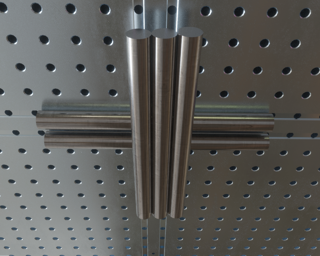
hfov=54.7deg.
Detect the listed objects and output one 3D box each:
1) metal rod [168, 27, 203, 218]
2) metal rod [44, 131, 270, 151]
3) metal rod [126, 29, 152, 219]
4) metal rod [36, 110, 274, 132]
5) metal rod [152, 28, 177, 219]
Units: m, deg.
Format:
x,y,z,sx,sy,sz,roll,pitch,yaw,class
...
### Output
x,y,z,sx,sy,sz,roll,pitch,yaw,class
0.027,0.020,0.397,0.025,0.025,0.298,0,130,-1,metal rod
-0.003,0.018,0.427,0.302,0.025,0.025,1,130,-1,metal rod
-0.023,0.022,0.397,0.025,0.025,0.298,0,130,-1,metal rod
-0.005,-0.009,0.404,0.302,0.025,0.025,1,130,-1,metal rod
0.002,0.021,0.397,0.025,0.025,0.298,0,130,-1,metal rod
